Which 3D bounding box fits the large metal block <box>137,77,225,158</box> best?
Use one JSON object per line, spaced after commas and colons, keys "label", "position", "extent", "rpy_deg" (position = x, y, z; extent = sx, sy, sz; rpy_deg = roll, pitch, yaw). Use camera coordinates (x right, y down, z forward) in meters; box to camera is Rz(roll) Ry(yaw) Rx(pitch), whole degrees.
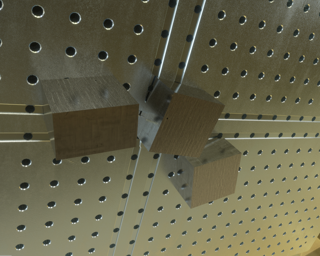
{"label": "large metal block", "position": [0.024, -0.012, 0.403], "extent": [0.081, 0.050, 0.079], "rpy_deg": [10, 113, -33]}

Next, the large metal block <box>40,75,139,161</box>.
{"label": "large metal block", "position": [-0.076, -0.015, 0.326], "extent": [0.081, 0.080, 0.050], "rpy_deg": [-8, 122, -24]}

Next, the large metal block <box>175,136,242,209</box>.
{"label": "large metal block", "position": [0.072, 0.067, 0.479], "extent": [0.081, 0.050, 0.079], "rpy_deg": [-13, 124, -21]}
